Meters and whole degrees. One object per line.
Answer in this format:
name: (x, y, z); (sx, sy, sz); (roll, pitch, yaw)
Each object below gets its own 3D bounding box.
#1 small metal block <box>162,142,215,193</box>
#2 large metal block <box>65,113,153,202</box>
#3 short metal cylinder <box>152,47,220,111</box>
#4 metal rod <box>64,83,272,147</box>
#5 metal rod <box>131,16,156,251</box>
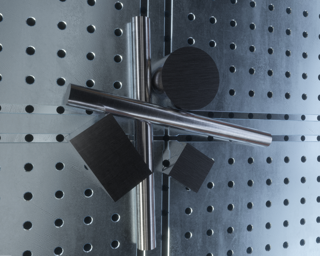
small metal block: (0.039, 0.054, 0.429); (0.050, 0.025, 0.050); (35, 79, -17)
large metal block: (-0.063, 0.031, 0.360); (0.050, 0.080, 0.080); (-37, 102, -16)
short metal cylinder: (0.031, -0.062, 0.412); (0.081, 0.050, 0.079); (0, 90, -21)
metal rod: (0.031, -0.009, 0.405); (0.302, 0.025, 0.025); (12, 86, -28)
metal rod: (-0.022, 0.007, 0.406); (0.025, 0.025, 0.298); (-2, 91, -20)
